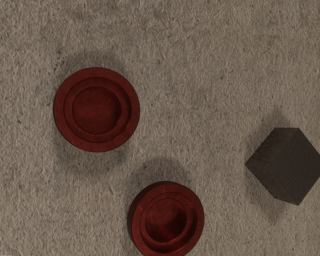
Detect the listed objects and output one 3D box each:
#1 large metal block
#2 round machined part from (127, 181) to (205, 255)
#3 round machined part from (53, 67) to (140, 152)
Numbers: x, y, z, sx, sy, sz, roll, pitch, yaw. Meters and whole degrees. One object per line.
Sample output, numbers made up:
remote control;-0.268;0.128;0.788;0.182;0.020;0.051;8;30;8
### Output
large metal block;0.191;0.056;0.468;0.080;0.050;0.080;-47;105;-14
round machined part;0.005;0.117;0.403;0.099;0.042;0.097;0;90;-21
round machined part;-0.077;-0.021;0.372;0.099;0.042;0.097;0;90;-21
